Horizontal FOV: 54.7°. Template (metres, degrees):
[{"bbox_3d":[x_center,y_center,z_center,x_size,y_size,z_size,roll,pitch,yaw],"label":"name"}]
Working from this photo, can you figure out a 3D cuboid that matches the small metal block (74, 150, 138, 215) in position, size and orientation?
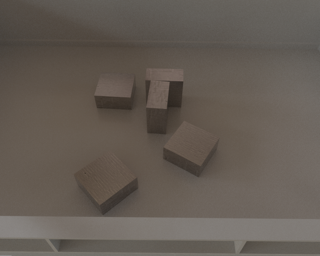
[{"bbox_3d":[-0.061,0.061,0.353,0.050,0.025,0.050,-35,58,-26],"label":"small metal block"}]

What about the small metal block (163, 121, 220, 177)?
[{"bbox_3d":[0.039,0.025,0.385,0.050,0.025,0.050,26,55,20],"label":"small metal block"}]

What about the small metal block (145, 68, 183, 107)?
[{"bbox_3d":[0.006,-0.056,0.436,0.050,0.050,0.025,2,50,1],"label":"small metal block"}]

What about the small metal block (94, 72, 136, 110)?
[{"bbox_3d":[-0.064,-0.054,0.450,0.050,0.025,0.050,3,50,2],"label":"small metal block"}]

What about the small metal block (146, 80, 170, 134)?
[{"bbox_3d":[-0.002,-0.027,0.412,0.025,0.050,0.050,4,50,3],"label":"small metal block"}]
